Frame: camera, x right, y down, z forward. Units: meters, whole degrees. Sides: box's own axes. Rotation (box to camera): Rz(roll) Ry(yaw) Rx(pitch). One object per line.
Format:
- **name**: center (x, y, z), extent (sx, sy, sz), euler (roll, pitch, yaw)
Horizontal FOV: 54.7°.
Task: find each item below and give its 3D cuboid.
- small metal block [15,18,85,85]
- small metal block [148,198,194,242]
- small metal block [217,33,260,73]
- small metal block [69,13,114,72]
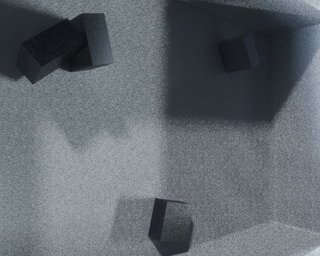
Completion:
- **small metal block**: center (-0.106, -0.073, 0.298), extent (0.050, 0.050, 0.025), euler (-45, 103, -30)
- **small metal block**: center (0.016, 0.125, 0.420), extent (0.050, 0.025, 0.050), euler (18, 78, -39)
- **small metal block**: center (0.125, -0.119, 0.495), extent (0.025, 0.050, 0.050), euler (-34, 112, -35)
- **small metal block**: center (-0.077, -0.088, 0.325), extent (0.025, 0.050, 0.050), euler (-18, 102, -39)
